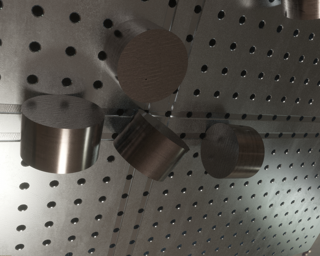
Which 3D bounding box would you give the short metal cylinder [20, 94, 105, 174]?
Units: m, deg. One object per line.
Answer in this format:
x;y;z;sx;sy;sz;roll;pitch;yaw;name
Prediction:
-0.102;0.004;0.323;0.081;0.080;0.050;-1;119;-29;short metal cylinder

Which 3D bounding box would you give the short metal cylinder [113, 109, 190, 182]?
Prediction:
-0.010;0.021;0.384;0.080;0.080;0.050;32;100;-39;short metal cylinder

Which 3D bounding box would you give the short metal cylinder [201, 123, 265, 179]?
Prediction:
0.105;0.034;0.457;0.050;0.080;0.079;6;116;-31;short metal cylinder

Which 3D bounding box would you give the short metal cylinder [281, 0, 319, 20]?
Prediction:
0.187;-0.173;0.373;0.080;0.080;0.050;-30;129;-9;short metal cylinder

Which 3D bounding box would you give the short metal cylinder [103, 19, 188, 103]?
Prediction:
-0.017;-0.074;0.341;0.081;0.050;0.079;-14;125;-21;short metal cylinder
